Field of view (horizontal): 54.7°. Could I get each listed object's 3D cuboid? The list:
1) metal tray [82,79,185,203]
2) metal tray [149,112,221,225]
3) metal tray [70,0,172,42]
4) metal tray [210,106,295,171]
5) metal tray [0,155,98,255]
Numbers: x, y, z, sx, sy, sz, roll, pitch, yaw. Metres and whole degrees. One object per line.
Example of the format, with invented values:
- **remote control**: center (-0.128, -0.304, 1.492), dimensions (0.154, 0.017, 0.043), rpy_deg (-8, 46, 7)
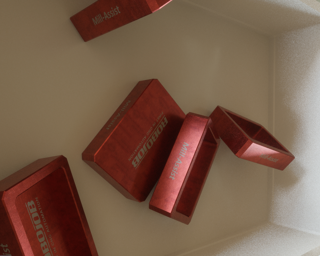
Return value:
- **metal tray**: center (-0.023, 0.014, 0.386), dimensions (0.090, 0.030, 0.130), rpy_deg (49, 61, -29)
- **metal tray**: center (0.038, 0.056, 0.407), dimensions (0.130, 0.030, 0.090), rpy_deg (-66, 153, -14)
- **metal tray**: center (-0.025, -0.135, 0.318), dimensions (0.090, 0.130, 0.030), rpy_deg (-46, 118, -31)
- **metal tray**: center (0.143, 0.017, 0.487), dimensions (0.131, 0.090, 0.030), rpy_deg (18, 117, -39)
- **metal tray**: center (-0.105, 0.101, 0.286), dimensions (0.090, 0.030, 0.129), rpy_deg (-46, 124, -69)
